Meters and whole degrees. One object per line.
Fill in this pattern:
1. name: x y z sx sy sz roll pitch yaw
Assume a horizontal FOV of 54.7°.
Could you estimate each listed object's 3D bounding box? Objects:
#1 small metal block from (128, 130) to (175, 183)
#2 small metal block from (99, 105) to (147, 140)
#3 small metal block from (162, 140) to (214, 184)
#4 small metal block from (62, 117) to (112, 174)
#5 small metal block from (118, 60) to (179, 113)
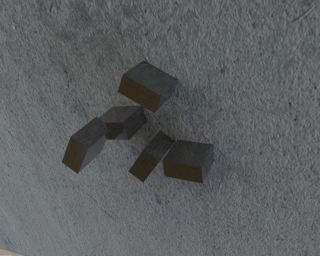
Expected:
1. small metal block: -0.011 0.038 0.420 0.025 0.050 0.050 37 129 3
2. small metal block: -0.053 -0.007 0.414 0.050 0.050 0.025 -1 118 28
3. small metal block: 0.038 0.041 0.396 0.050 0.050 0.025 7 122 24
4. small metal block: -0.091 0.021 0.387 0.025 0.050 0.050 35 129 5
5. small metal block: -0.013 -0.050 0.367 0.050 0.050 0.025 31 128 8
